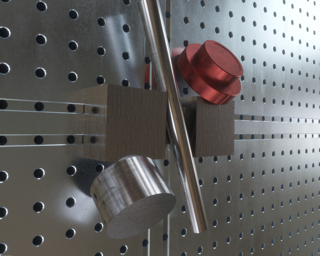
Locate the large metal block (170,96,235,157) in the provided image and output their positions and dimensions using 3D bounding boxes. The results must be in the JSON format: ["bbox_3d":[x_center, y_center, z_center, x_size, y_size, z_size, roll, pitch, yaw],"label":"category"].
[{"bbox_3d":[0.062,-0.001,0.446,0.081,0.050,0.080,1,89,-40],"label":"large metal block"}]

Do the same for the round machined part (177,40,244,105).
[{"bbox_3d":[0.076,-0.083,0.430,0.099,0.042,0.098,23,43,-23],"label":"round machined part"}]

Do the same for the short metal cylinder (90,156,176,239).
[{"bbox_3d":[-0.030,0.077,0.341,0.081,0.050,0.080,-21,143,-17],"label":"short metal cylinder"}]

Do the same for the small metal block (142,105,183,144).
[{"bbox_3d":[0.003,-0.004,0.413,0.050,0.025,0.050,1,90,-40],"label":"small metal block"}]

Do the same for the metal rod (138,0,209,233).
[{"bbox_3d":[0.020,-0.007,0.392,0.025,0.025,0.298,-22,104,-38],"label":"metal rod"}]

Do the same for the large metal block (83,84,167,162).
[{"bbox_3d":[-0.040,-0.004,0.360,0.081,0.050,0.080,3,89,-40],"label":"large metal block"}]
